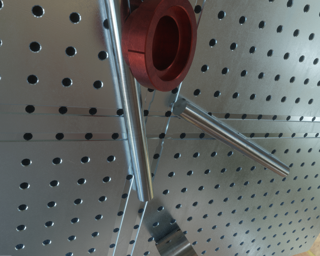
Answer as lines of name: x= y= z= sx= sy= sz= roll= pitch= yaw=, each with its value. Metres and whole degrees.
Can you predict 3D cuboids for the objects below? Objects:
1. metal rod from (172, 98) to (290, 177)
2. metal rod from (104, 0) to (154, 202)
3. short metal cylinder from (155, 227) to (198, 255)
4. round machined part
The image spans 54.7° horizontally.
metal rod: x=0.131 y=0.027 z=0.502 sx=0.301 sy=0.025 sz=0.025 roll=28 pitch=103 yaw=-38
metal rod: x=-0.033 y=-0.022 z=0.380 sx=0.025 sy=0.025 sz=0.298 roll=-18 pitch=126 yaw=-18
short metal cylinder: x=0.035 y=0.219 z=0.533 sx=0.050 sy=0.080 sz=0.080 roll=-33 pitch=129 yaw=-7
round machined part: x=-0.003 y=-0.090 z=0.326 sx=0.099 sy=0.042 sz=0.097 roll=-34 pitch=133 yaw=-47
